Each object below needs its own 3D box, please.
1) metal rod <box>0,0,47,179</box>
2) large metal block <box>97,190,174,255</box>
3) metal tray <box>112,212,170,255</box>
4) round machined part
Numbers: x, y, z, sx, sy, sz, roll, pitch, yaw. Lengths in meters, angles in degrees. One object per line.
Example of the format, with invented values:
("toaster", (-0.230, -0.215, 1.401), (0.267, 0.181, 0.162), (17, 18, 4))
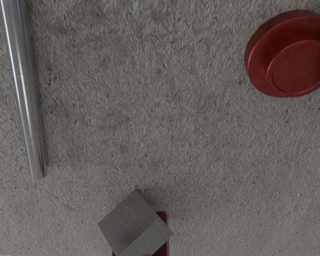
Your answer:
("metal rod", (-0.159, -0.045, 0.366), (0.025, 0.025, 0.298), (6, 130, -6))
("large metal block", (-0.039, 0.158, 0.485), (0.080, 0.080, 0.050), (-41, 126, -11))
("metal tray", (-0.031, 0.206, 0.513), (0.090, 0.130, 0.030), (-7, 131, 5))
("round machined part", (0.146, -0.072, 0.336), (0.099, 0.042, 0.097), (0, 130, 0))
